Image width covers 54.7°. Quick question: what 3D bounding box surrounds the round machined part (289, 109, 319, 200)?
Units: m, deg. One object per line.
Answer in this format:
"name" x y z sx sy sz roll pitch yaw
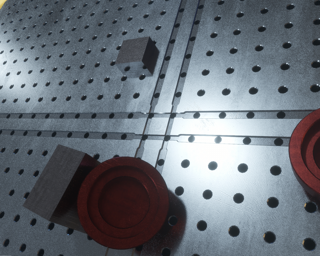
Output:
"round machined part" 0.175 0.028 0.288 0.098 0.042 0.098 -13 56 21

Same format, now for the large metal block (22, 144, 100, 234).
"large metal block" -0.101 0.077 0.378 0.050 0.080 0.080 12 68 35

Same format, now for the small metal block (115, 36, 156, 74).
"small metal block" -0.039 -0.118 0.501 0.050 0.025 0.050 0 62 28

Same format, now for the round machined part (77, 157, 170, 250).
"round machined part" -0.040 0.085 0.350 0.099 0.042 0.098 1 70 -2
